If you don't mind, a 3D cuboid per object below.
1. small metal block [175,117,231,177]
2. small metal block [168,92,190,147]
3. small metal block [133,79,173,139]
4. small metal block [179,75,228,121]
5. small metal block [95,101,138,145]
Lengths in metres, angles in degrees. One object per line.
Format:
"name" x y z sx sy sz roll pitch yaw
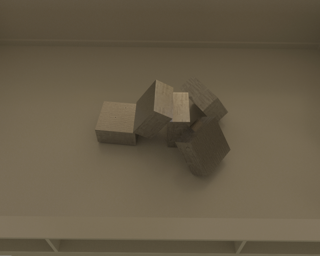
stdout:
"small metal block" 0.052 0.021 0.366 0.025 0.050 0.050 2 38 50
"small metal block" 0.023 -0.010 0.396 0.025 0.050 0.050 1 50 0
"small metal block" -0.008 -0.022 0.382 0.025 0.050 0.050 22 49 -23
"small metal block" 0.059 -0.037 0.415 0.025 0.050 0.050 -44 57 7
"small metal block" -0.053 -0.007 0.407 0.050 0.025 0.050 5 50 4
